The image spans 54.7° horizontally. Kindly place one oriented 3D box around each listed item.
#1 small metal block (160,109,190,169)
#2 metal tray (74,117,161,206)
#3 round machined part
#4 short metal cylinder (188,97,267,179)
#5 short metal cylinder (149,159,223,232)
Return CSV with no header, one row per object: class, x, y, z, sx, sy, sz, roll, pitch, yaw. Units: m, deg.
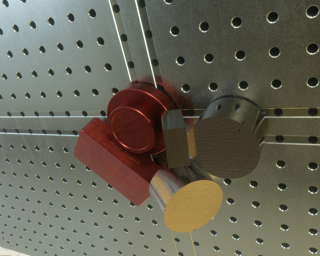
small metal block,0.018,0.011,0.364,0.025,0.050,0.050,-8,117,1
metal tray,-0.062,0.053,0.453,0.130,0.030,0.090,38,144,1
round machined part,-0.028,-0.006,0.406,0.098,0.042,0.097,13,124,21
short metal cylinder,0.078,0.011,0.356,0.080,0.050,0.079,13,124,21
short metal cylinder,0.033,0.086,0.398,0.050,0.081,0.079,-131,31,-55
